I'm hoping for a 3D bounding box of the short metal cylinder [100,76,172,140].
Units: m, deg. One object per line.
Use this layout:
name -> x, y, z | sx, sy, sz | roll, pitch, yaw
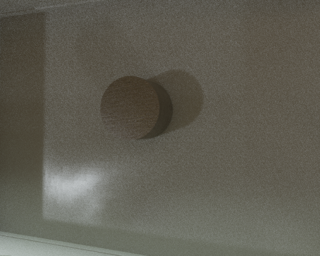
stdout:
short metal cylinder -> -0.030, -0.025, 0.406 | 0.080, 0.050, 0.080 | 0, 90, 20
